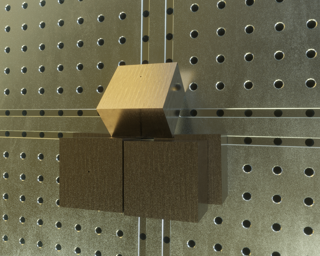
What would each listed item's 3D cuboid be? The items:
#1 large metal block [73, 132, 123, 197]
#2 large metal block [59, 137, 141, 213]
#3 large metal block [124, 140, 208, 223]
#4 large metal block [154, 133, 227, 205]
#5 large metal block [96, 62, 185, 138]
[{"bbox_3d":[-0.071,0.047,0.424,0.080,0.050,0.079,2,91,19],"label":"large metal block"},{"bbox_3d":[-0.069,0.051,0.366,0.080,0.050,0.079,0,90,19],"label":"large metal block"},{"bbox_3d":[0.008,0.053,0.341,0.080,0.050,0.079,0,90,19],"label":"large metal block"},{"bbox_3d":[0.040,0.047,0.384,0.080,0.050,0.079,-1,90,19],"label":"large metal block"},{"bbox_3d":[-0.020,-0.035,0.384,0.080,0.050,0.080,1,48,19],"label":"large metal block"}]
